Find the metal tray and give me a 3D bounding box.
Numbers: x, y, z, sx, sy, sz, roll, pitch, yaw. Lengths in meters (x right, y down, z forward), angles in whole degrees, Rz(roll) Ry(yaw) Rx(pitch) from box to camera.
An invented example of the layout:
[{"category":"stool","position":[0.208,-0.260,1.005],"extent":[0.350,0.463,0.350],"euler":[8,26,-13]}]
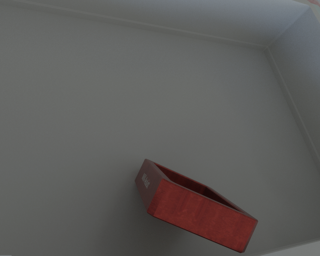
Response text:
[{"category":"metal tray","position":[0.026,0.070,0.310],"extent":[0.090,0.130,0.030],"euler":[25,88,-9]}]
